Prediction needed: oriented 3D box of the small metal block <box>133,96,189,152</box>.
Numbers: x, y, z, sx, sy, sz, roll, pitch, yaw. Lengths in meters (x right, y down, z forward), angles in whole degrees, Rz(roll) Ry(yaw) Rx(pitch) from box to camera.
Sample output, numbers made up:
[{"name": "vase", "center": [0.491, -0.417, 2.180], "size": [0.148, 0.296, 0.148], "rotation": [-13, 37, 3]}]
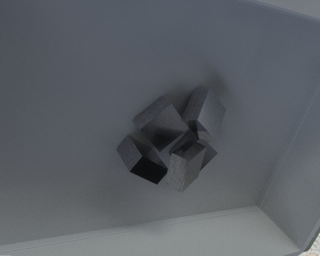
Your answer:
[{"name": "small metal block", "center": [0.002, -0.005, 0.405], "size": [0.050, 0.025, 0.050], "rotation": [-40, 130, -2]}]

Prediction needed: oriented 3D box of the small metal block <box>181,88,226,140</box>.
[{"name": "small metal block", "center": [0.060, -0.018, 0.416], "size": [0.050, 0.025, 0.050], "rotation": [43, 60, -40]}]

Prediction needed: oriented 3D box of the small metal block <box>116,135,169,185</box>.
[{"name": "small metal block", "center": [-0.023, 0.042, 0.404], "size": [0.050, 0.050, 0.025], "rotation": [33, 100, -39]}]

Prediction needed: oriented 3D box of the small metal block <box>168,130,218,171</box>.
[{"name": "small metal block", "center": [0.049, 0.037, 0.458], "size": [0.050, 0.025, 0.050], "rotation": [-46, 130, 4]}]

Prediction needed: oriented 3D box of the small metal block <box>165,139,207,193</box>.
[{"name": "small metal block", "center": [0.035, 0.050, 0.411], "size": [0.050, 0.025, 0.050], "rotation": [-30, 137, -52]}]
